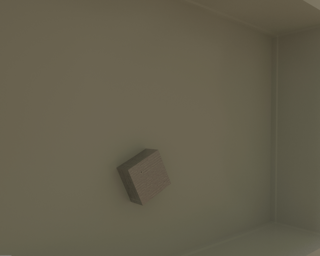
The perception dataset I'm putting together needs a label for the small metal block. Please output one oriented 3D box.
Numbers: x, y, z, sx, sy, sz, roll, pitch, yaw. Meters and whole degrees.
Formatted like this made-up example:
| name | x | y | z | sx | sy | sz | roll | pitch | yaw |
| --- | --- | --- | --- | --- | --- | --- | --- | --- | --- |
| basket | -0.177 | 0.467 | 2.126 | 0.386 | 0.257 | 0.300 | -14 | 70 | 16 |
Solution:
| name | x | y | z | sx | sy | sz | roll | pitch | yaw |
| --- | --- | --- | --- | --- | --- | --- | --- | --- | --- |
| small metal block | -0.019 | 0.060 | 0.390 | 0.050 | 0.025 | 0.050 | -32 | 110 | -35 |
